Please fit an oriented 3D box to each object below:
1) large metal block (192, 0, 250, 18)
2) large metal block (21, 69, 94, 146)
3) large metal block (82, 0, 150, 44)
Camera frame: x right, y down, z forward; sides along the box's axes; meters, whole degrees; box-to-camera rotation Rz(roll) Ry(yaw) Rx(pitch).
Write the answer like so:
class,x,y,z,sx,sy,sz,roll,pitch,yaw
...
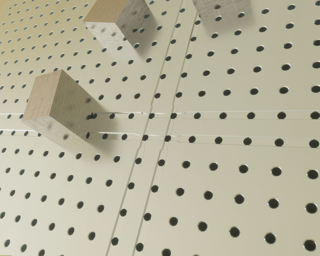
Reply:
class,x,y,z,sx,sy,sz,roll,pitch,yaw
large metal block,0.092,-0.230,0.486,0.080,0.050,0.080,-11,57,22
large metal block,-0.151,-0.028,0.471,0.050,0.080,0.080,-10,57,23
large metal block,-0.078,-0.202,0.559,0.080,0.050,0.080,15,69,34
